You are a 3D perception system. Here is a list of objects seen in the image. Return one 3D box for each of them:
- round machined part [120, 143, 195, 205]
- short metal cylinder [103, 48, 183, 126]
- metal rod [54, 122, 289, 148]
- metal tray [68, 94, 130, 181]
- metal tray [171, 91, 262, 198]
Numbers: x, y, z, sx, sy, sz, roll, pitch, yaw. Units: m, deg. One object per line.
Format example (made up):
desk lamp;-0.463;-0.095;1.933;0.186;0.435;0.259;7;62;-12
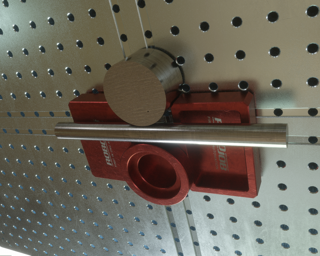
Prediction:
round machined part;0.000;0.053;0.416;0.098;0.042;0.097;13;124;21
short metal cylinder;-0.019;-0.049;0.370;0.080;0.050;0.079;13;124;21
metal rod;-0.008;0.006;0.374;0.300;0.025;0.025;1;119;27
metal tray;-0.071;0.015;0.448;0.090;0.030;0.129;3;120;27
metal tray;0.071;0.022;0.379;0.090;0.030;0.129;1;119;27
